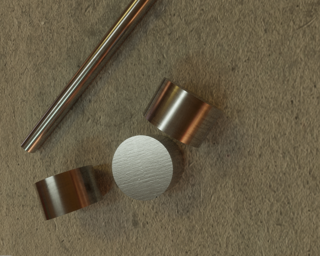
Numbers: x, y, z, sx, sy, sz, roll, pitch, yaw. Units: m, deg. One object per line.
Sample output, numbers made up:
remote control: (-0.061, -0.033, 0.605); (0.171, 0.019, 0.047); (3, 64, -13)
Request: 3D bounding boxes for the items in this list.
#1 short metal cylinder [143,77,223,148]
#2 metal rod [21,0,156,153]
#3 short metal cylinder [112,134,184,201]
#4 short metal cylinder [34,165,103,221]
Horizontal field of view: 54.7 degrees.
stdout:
short metal cylinder: (0.027, -0.019, 0.370); (0.080, 0.080, 0.050); (34, 101, 17)
metal rod: (-0.106, -0.078, 0.446); (0.025, 0.025, 0.299); (45, 104, 14)
short metal cylinder: (-0.014, 0.049, 0.401); (0.080, 0.050, 0.079); (0, 90, 20)
short metal cylinder: (-0.124, 0.087, 0.423); (0.080, 0.080, 0.050); (-22, 83, 18)
